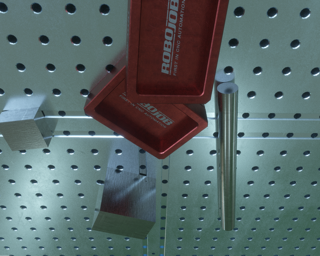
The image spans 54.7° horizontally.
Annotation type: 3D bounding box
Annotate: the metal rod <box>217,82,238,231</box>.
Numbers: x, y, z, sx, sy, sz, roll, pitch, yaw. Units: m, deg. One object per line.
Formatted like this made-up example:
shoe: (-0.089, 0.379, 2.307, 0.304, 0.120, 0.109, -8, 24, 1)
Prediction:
metal rod: (0.102, 0.064, 0.467, 0.025, 0.025, 0.298, -7, 130, 5)

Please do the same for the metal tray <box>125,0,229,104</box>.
metal tray: (0.013, -0.089, 0.308, 0.091, 0.030, 0.129, 0, 120, -11)

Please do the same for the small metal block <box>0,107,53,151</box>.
small metal block: (-0.178, 0.002, 0.411, 0.050, 0.025, 0.050, -6, 130, 4)

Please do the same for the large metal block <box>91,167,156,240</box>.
large metal block: (-0.053, 0.114, 0.472, 0.081, 0.080, 0.050, 16, 128, -14)

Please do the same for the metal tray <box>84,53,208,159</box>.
metal tray: (-0.015, -0.022, 0.389, 0.130, 0.030, 0.090, 35, 122, -26)
